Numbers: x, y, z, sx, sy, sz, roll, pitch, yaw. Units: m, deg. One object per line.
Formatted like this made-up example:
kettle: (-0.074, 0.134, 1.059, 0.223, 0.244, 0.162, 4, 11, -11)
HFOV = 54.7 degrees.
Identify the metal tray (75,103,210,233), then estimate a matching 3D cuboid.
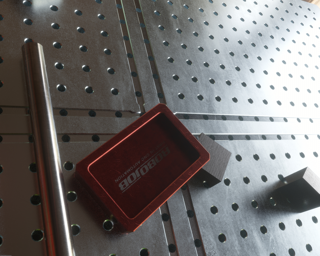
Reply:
metal tray: (-0.017, 0.042, 0.352, 0.131, 0.030, 0.090, -38, 83, -27)

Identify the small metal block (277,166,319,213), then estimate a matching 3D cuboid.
small metal block: (0.210, 0.090, 0.450, 0.050, 0.050, 0.025, 45, 51, 3)

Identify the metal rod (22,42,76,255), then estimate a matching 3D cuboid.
metal rod: (-0.117, 0.034, 0.324, 0.025, 0.025, 0.299, -3, 63, -30)

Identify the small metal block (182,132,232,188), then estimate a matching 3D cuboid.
small metal block: (0.062, 0.043, 0.415, 0.050, 0.025, 0.050, 35, 51, -5)
